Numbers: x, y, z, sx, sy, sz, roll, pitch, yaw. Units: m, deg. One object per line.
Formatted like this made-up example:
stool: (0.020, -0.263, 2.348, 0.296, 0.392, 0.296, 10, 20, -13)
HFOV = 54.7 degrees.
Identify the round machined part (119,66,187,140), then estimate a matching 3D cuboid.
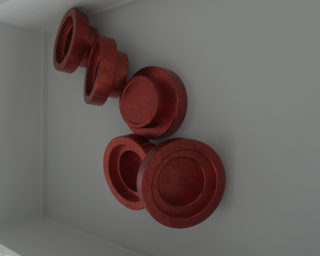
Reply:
round machined part: (-0.016, -0.033, 0.409, 0.098, 0.042, 0.097, 0, 90, 40)

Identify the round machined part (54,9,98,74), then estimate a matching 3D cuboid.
round machined part: (-0.133, -0.134, 0.494, 0.098, 0.042, 0.098, -18, 67, 51)

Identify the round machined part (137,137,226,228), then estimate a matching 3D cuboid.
round machined part: (0.021, 0.059, 0.352, 0.042, 0.099, 0.097, -168, 81, -70)

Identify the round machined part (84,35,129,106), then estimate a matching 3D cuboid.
round machined part: (-0.076, -0.079, 0.442, 0.098, 0.042, 0.098, -32, 53, 59)

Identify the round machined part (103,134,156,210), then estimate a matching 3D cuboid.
round machined part: (-0.028, 0.055, 0.412, 0.098, 0.042, 0.097, 11, 107, 41)
